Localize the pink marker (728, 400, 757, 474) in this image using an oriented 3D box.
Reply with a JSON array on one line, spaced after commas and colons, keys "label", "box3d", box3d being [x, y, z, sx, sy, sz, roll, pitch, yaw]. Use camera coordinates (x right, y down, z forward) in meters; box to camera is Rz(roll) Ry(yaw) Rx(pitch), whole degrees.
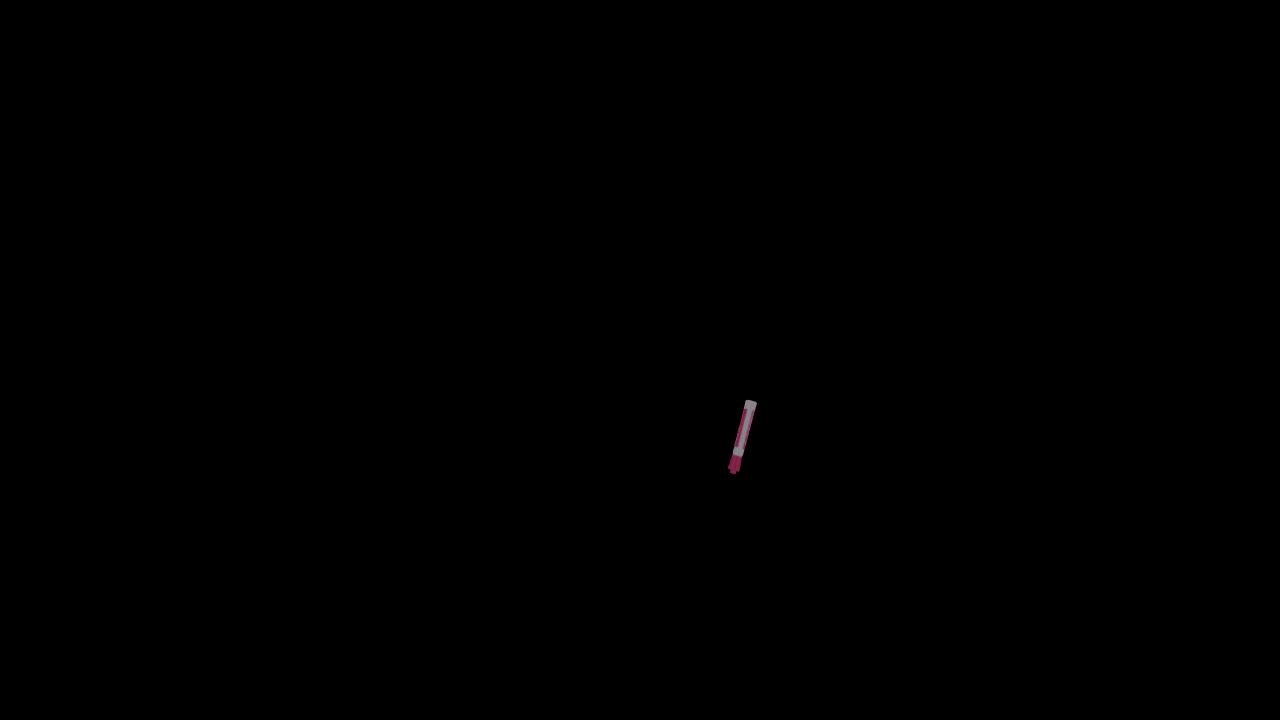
[{"label": "pink marker", "box3d": [0.164, 0.124, 0.990, 0.020, 0.121, 0.020, 16, -13, 4]}]
